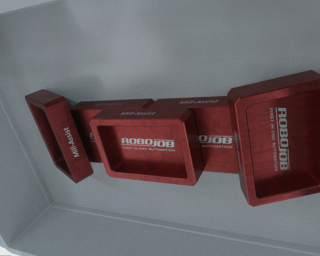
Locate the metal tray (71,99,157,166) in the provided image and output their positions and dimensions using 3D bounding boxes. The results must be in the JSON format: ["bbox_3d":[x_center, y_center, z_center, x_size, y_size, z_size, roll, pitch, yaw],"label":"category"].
[{"bbox_3d":[-0.061,0.007,0.441,0.130,0.030,0.089,0,119,28],"label":"metal tray"}]

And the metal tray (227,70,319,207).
[{"bbox_3d":[0.126,0.014,0.321,0.090,0.030,0.129,-13,115,3],"label":"metal tray"}]

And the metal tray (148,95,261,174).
[{"bbox_3d":[0.055,0.009,0.381,0.130,0.030,0.089,0,119,28],"label":"metal tray"}]

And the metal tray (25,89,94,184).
[{"bbox_3d":[-0.152,0.011,0.467,0.090,0.030,0.129,19,131,49],"label":"metal tray"}]

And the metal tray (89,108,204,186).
[{"bbox_3d":[-0.017,0.022,0.387,0.130,0.030,0.089,1,118,28],"label":"metal tray"}]
